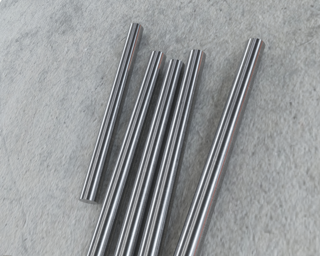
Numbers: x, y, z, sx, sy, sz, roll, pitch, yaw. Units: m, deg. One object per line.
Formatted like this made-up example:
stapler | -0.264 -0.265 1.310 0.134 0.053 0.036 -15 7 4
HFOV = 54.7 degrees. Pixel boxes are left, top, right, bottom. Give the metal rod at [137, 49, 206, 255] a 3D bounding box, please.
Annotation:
metal rod | 0.017 0.029 0.375 0.025 0.025 0.300 1 62 28

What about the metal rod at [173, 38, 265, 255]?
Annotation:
metal rod | 0.071 0.021 0.352 0.025 0.025 0.300 9 66 32

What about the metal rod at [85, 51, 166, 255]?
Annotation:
metal rod | -0.038 0.023 0.408 0.025 0.025 0.300 1 62 28

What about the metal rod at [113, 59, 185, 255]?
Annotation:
metal rod | -0.011 0.041 0.383 0.025 0.025 0.300 1 62 28

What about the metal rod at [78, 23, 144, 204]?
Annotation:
metal rod | -0.066 -0.038 0.459 0.025 0.025 0.299 -3 60 26
